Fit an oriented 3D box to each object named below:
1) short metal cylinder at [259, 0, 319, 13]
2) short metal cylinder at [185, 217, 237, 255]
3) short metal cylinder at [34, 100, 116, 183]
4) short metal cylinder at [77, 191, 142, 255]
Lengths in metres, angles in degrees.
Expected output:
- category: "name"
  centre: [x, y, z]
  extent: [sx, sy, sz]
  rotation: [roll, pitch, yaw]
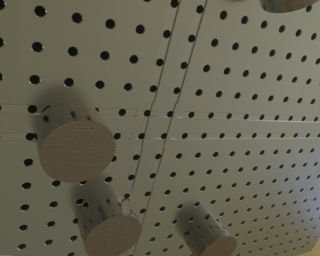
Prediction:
- category: "short metal cylinder"
  centre: [0.148, -0.175, 0.348]
  extent: [0.080, 0.080, 0.050]
  rotation: [-37, 129, -4]
- category: "short metal cylinder"
  centre: [0.095, 0.214, 0.579]
  extent: [0.081, 0.050, 0.079]
  rotation: [-14, 124, -21]
- category: "short metal cylinder"
  centre: [-0.097, 0.015, 0.351]
  extent: [0.081, 0.050, 0.079]
  rotation: [-14, 124, -21]
- category: "short metal cylinder"
  centre: [-0.073, 0.138, 0.440]
  extent: [0.081, 0.050, 0.079]
  rotation: [-14, 124, -21]
